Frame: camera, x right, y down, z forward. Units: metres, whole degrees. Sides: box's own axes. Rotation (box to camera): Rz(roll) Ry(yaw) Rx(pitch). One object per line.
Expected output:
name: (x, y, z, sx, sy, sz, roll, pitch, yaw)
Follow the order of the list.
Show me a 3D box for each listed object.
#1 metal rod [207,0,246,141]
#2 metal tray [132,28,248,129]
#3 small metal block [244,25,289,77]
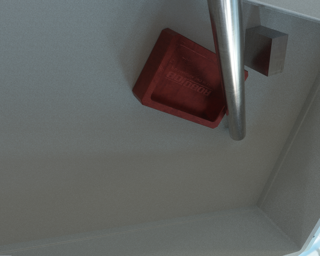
metal rod: (0.082, -0.045, 0.347, 0.025, 0.025, 0.300, -39, 154, -2)
metal tray: (0.042, -0.057, 0.394, 0.131, 0.030, 0.089, 17, 110, -35)
small metal block: (0.137, -0.102, 0.407, 0.025, 0.050, 0.050, -19, 126, -18)
